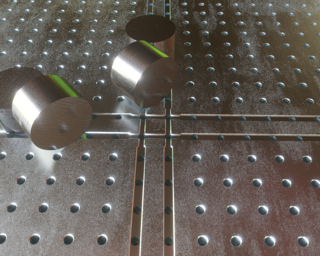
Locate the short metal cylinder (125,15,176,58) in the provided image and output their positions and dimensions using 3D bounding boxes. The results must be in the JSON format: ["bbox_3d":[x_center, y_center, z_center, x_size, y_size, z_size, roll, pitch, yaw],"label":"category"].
[{"bbox_3d":[-0.015,-0.143,0.512,0.081,0.050,0.080,0,50,0],"label":"short metal cylinder"}]

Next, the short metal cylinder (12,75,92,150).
[{"bbox_3d":[-0.133,-0.019,0.386,0.080,0.080,0.050,-33,58,-25],"label":"short metal cylinder"}]

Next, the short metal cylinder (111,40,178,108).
[{"bbox_3d":[-0.021,-0.075,0.434,0.080,0.080,0.050,-35,59,-26],"label":"short metal cylinder"}]

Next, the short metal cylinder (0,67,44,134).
[{"bbox_3d":[-0.190,-0.038,0.421,0.081,0.050,0.080,0,50,0],"label":"short metal cylinder"}]
